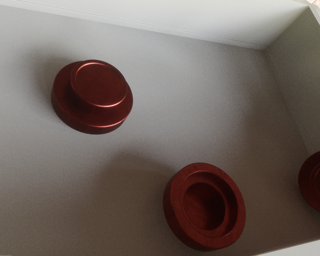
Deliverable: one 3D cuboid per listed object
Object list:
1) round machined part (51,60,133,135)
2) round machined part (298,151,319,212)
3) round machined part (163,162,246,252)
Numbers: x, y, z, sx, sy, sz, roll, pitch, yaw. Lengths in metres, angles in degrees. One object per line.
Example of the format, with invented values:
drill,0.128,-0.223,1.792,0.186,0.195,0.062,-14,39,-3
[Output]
round machined part,-0.079,-0.044,0.379,0.099,0.042,0.098,14,56,-21
round machined part,0.252,0.078,0.444,0.098,0.098,0.042,64,17,17
round machined part,0.048,0.093,0.363,0.099,0.042,0.098,14,56,-21
